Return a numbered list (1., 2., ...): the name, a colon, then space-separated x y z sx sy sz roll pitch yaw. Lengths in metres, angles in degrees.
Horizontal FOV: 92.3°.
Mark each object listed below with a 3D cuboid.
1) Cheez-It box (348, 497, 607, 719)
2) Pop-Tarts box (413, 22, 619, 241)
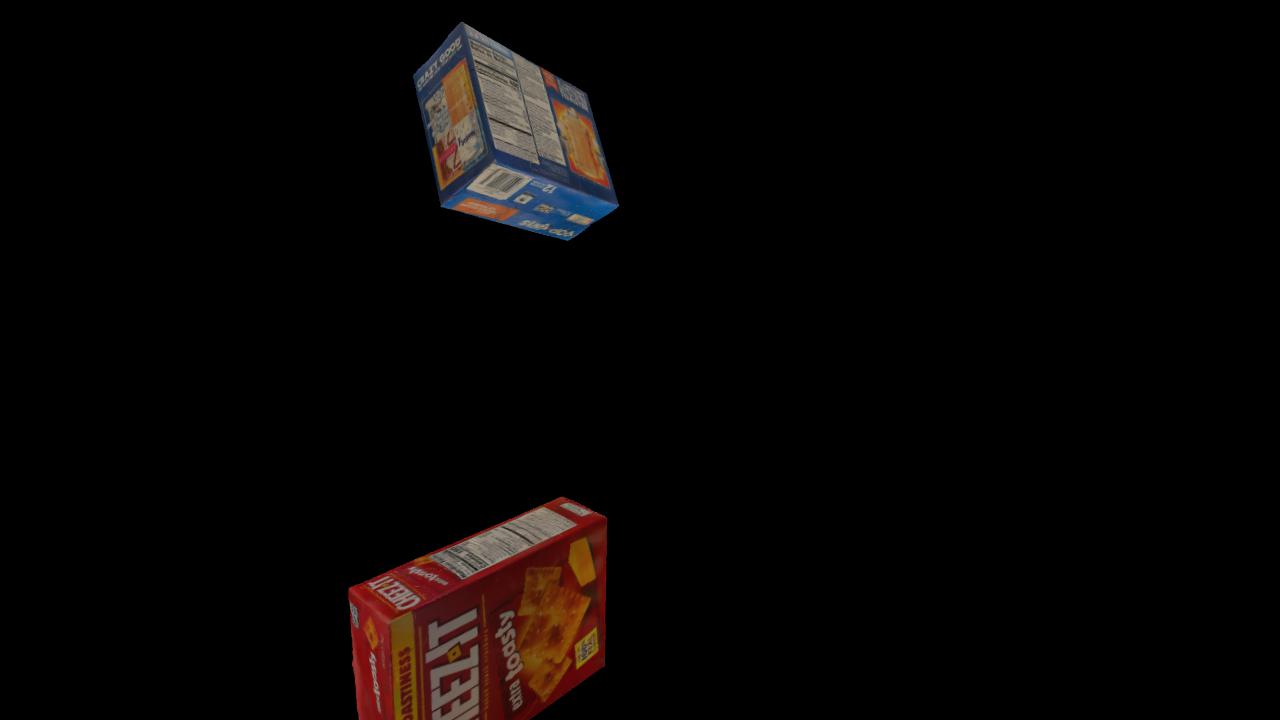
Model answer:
1. Cheez-It box: -0.126 0.235 0.534 0.071 0.166 0.223 12 15 40
2. Pop-Tarts box: -0.116 -0.209 0.597 0.083 0.141 0.167 -23 -14 32
